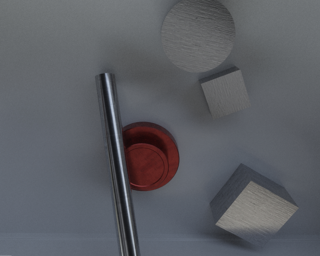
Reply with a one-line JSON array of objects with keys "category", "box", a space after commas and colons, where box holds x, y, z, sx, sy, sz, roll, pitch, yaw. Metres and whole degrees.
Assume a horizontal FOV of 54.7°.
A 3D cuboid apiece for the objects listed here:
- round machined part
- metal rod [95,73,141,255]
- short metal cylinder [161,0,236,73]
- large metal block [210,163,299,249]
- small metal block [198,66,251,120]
[{"category": "round machined part", "box": [-0.023, 0.044, 0.418, 0.099, 0.042, 0.097, 0, 110, -1]}, {"category": "metal rod", "box": [-0.046, 0.081, 0.374, 0.025, 0.025, 0.298, -9, 85, 3]}, {"category": "short metal cylinder", "box": [0.041, -0.108, 0.359, 0.081, 0.050, 0.079, 0, 110, -1]}, {"category": "large metal block", "box": [0.130, 0.110, 0.441, 0.080, 0.050, 0.080, 30, 107, -11]}, {"category": "small metal block", "box": [0.083, -0.045, 0.396, 0.050, 0.025, 0.050, -20, 109, 7]}]
